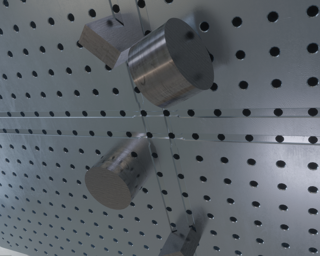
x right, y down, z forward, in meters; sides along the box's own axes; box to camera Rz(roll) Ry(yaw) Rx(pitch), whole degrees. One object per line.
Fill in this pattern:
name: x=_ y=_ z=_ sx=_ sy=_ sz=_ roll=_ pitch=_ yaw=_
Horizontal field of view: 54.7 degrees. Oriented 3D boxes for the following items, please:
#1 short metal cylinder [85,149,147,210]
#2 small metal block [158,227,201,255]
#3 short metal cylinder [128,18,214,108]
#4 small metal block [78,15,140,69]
short metal cylinder: x=-0.068 y=0.079 z=0.480 sx=0.080 sy=0.050 sz=0.079 roll=13 pitch=124 yaw=21
small metal block: x=0.031 y=0.191 z=0.497 sx=0.050 sy=0.050 sz=0.025 roll=-32 pitch=101 yaw=38
short metal cylinder: x=0.013 y=-0.067 z=0.327 sx=0.050 sy=0.080 sz=0.080 roll=-24 pitch=105 yaw=36
small metal block: x=-0.057 y=-0.101 z=0.362 sx=0.050 sy=0.050 sz=0.025 roll=38 pitch=129 yaw=2
